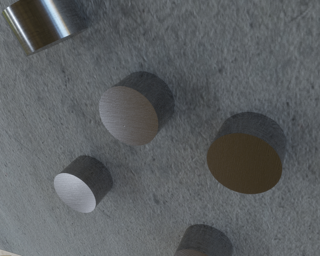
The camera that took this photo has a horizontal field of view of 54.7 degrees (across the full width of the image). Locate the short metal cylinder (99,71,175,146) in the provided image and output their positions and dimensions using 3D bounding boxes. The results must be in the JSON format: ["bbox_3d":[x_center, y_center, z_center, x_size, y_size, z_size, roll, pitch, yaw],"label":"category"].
[{"bbox_3d":[-0.028,-0.025,0.389,0.080,0.050,0.079,13,124,20],"label":"short metal cylinder"}]

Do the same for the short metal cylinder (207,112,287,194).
[{"bbox_3d":[0.100,0.028,0.355,0.080,0.050,0.079,13,124,20],"label":"short metal cylinder"}]

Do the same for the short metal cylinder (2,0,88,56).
[{"bbox_3d":[-0.132,-0.124,0.362,0.080,0.080,0.050,-13,112,33],"label":"short metal cylinder"}]

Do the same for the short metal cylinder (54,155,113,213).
[{"bbox_3d":[-0.126,0.092,0.512,0.080,0.050,0.079,13,124,20],"label":"short metal cylinder"}]

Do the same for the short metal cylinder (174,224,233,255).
[{"bbox_3d":[0.067,0.196,0.476,0.080,0.050,0.079,13,124,20],"label":"short metal cylinder"}]
